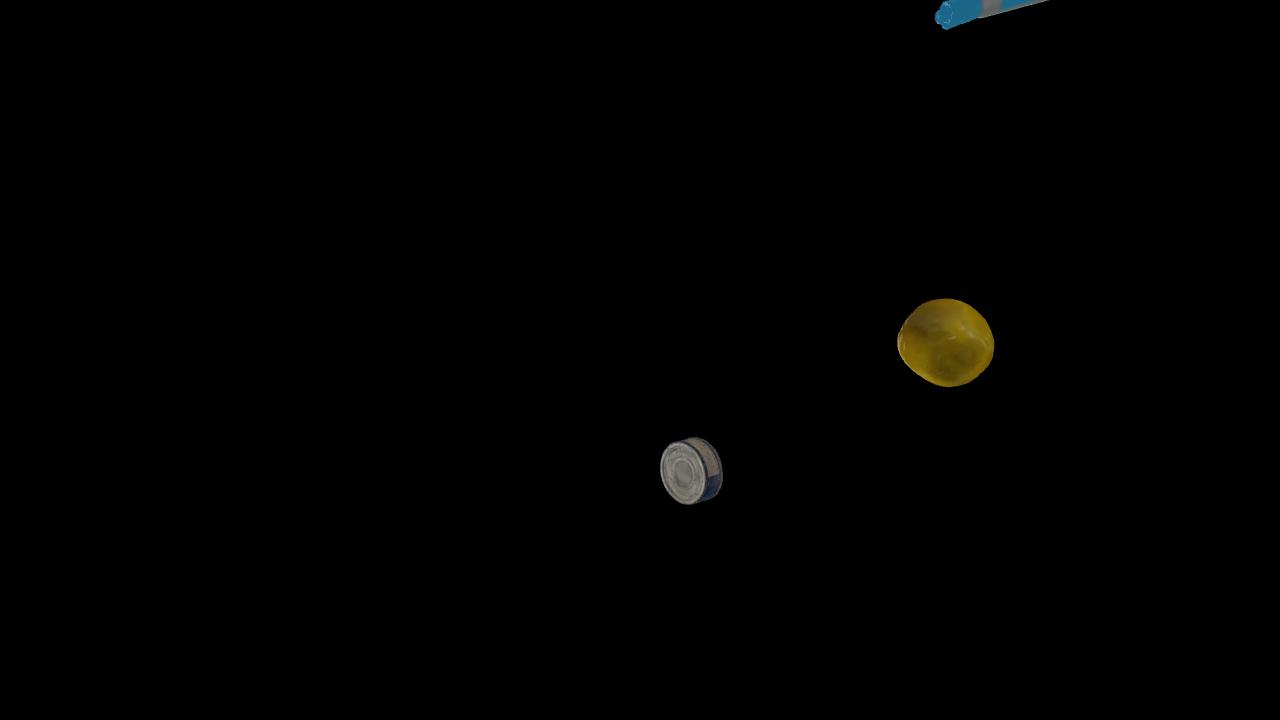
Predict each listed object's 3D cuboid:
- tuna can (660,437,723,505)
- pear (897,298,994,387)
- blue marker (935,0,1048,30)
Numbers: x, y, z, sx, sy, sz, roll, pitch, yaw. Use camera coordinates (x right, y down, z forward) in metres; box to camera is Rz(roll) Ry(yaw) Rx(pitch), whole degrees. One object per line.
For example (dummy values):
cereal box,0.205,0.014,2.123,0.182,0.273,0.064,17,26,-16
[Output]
tuna can,0.065,0.144,0.798,0.034,0.084,0.084,-6,4,-43
pear,0.273,-0.028,0.568,0.080,0.080,0.111,0,31,1
blue marker,0.273,-0.262,0.441,0.121,0.020,0.020,-15,-1,2
